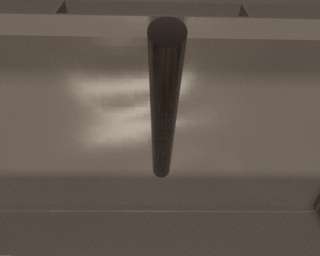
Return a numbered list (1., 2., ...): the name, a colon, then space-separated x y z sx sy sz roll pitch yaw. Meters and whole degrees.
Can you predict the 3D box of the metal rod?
1. metal rod: 0.003 0.001 0.329 0.025 0.025 0.299 0 156 -1
